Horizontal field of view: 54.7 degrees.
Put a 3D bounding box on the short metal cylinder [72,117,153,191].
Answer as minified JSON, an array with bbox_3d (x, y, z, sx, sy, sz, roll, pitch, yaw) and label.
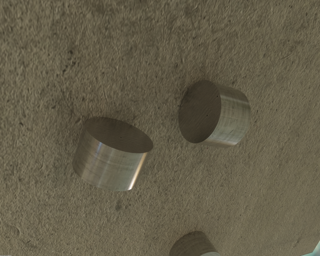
[{"bbox_3d":[-0.055,0.028,0.359,0.081,0.080,0.050,10,113,-33],"label":"short metal cylinder"}]

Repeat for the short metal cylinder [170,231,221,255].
[{"bbox_3d":[0.065,0.239,0.574,0.081,0.050,0.079,-14,124,-21],"label":"short metal cylinder"}]

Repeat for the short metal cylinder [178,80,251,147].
[{"bbox_3d":[0.068,-0.017,0.398,0.050,0.080,0.079,10,113,-33],"label":"short metal cylinder"}]
